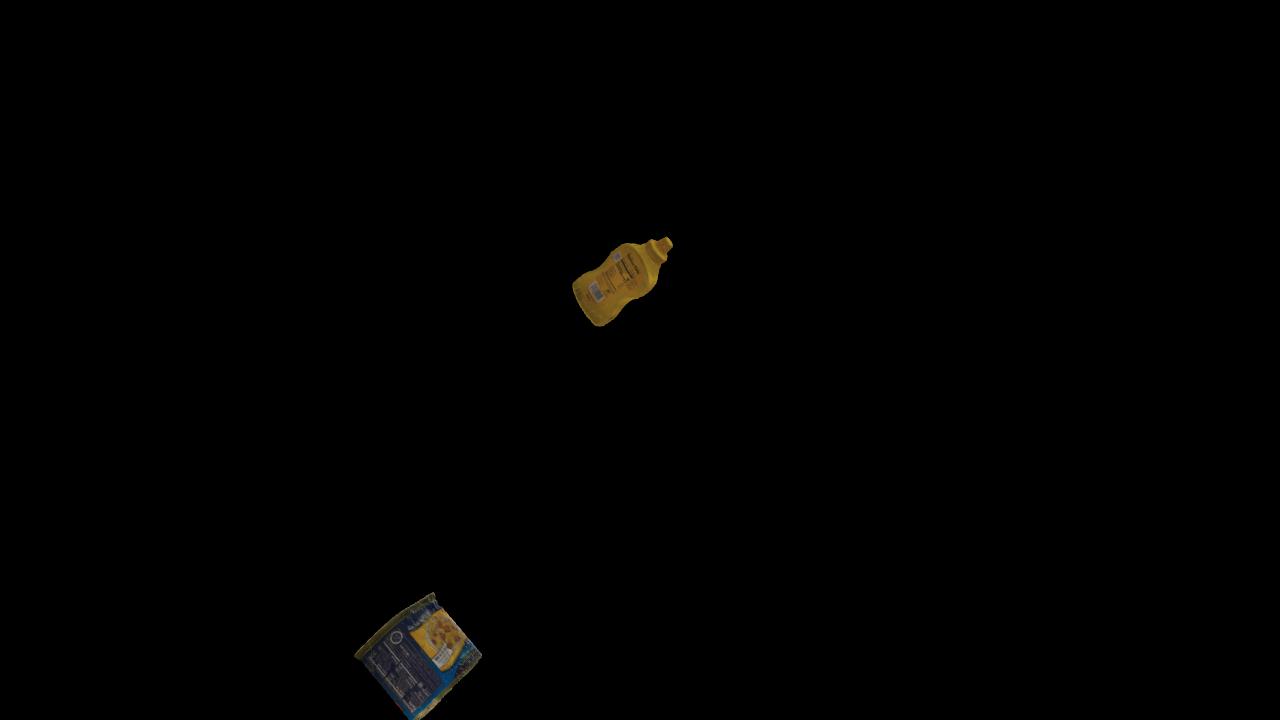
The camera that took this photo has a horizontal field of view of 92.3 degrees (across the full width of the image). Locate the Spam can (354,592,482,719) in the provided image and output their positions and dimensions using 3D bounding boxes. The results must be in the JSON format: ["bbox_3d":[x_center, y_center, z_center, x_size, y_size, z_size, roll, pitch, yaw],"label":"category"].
[{"bbox_3d":[-0.210,0.286,0.597,0.085,0.058,0.101,45,1,8],"label":"Spam can"}]

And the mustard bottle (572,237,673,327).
[{"bbox_3d":[-0.021,-0.138,0.994,0.184,0.092,0.054,-35,-18,25],"label":"mustard bottle"}]
